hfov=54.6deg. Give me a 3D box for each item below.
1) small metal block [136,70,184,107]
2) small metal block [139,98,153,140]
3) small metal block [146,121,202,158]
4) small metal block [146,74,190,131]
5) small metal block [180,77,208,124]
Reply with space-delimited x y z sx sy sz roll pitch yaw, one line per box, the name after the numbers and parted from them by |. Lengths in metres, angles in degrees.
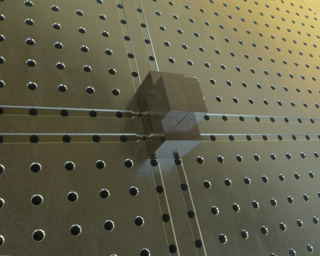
0.002 -0.051 0.422 0.050 0.050 0.025 2 61 -27 | small metal block
0.003 -0.012 0.416 0.050 0.025 0.050 1 61 -26 | small metal block
0.016 0.015 0.390 0.050 0.050 0.025 1 61 -27 | small metal block
0.008 -0.030 0.381 0.025 0.050 0.050 2 61 -28 | small metal block
0.031 -0.029 0.394 0.025 0.050 0.050 1 61 -26 | small metal block
